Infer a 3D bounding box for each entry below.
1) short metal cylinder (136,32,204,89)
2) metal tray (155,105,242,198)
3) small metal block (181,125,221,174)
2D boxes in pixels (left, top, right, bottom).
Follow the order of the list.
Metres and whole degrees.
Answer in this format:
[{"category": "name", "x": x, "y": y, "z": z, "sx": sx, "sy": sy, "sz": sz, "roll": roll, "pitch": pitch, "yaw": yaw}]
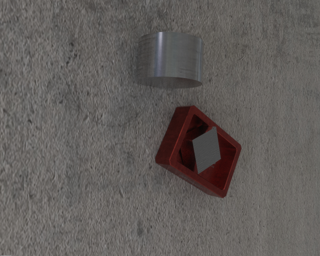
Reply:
[{"category": "short metal cylinder", "x": 0.012, "y": -0.080, "z": 0.379, "sx": 0.081, "sy": 0.080, "sz": 0.050, "roll": 4, "pitch": 88, "yaw": -40}, {"category": "metal tray", "x": 0.061, "y": 0.037, "z": 0.452, "sx": 0.130, "sy": 0.030, "sz": 0.090, "roll": 36, "pitch": 68, "yaw": -34}, {"category": "small metal block", "x": 0.056, "y": 0.029, "z": 0.432, "sx": 0.050, "sy": 0.025, "sz": 0.050, "roll": -26, "pitch": 113, "yaw": -37}]
